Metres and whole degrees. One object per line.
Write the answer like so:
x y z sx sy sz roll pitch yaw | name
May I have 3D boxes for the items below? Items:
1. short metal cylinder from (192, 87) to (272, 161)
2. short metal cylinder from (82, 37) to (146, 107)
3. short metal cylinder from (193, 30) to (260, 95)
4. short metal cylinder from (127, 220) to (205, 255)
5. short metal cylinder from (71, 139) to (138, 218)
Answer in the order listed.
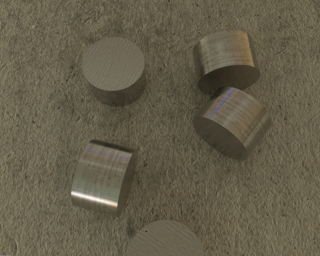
0.087 -0.005 0.381 0.080 0.080 0.050 37 74 12 | short metal cylinder
-0.060 -0.075 0.422 0.081 0.050 0.080 0 70 0 | short metal cylinder
0.086 -0.084 0.410 0.081 0.080 0.050 -5 70 -2 | short metal cylinder
0.006 0.144 0.342 0.081 0.050 0.080 0 70 0 | short metal cylinder
-0.061 0.057 0.358 0.050 0.080 0.080 14 71 5 | short metal cylinder
